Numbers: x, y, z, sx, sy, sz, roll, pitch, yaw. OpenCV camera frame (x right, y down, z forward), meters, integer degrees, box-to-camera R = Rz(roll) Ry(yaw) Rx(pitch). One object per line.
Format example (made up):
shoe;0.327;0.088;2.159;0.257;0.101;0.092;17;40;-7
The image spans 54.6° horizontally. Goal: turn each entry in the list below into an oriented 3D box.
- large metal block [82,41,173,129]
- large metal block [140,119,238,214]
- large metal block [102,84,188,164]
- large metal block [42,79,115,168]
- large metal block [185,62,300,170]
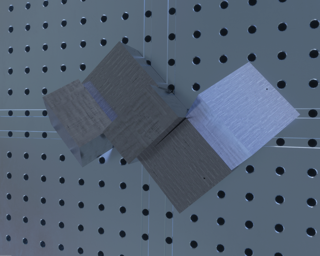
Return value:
large metal block;-0.045;-0.054;0.415;0.080;0.050;0.080;-44;77;16
large metal block;0.036;0.045;0.386;0.080;0.050;0.080;-43;75;15
large metal block;-0.011;-0.004;0.387;0.080;0.080;0.050;-44;78;15
large metal block;-0.106;-0.004;0.414;0.050;0.080;0.080;-34;76;-23
large metal block;0.090;-0.014;0.345;0.080;0.050;0.080;-34;76;-24
